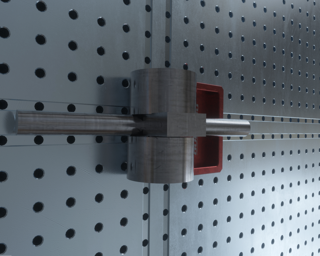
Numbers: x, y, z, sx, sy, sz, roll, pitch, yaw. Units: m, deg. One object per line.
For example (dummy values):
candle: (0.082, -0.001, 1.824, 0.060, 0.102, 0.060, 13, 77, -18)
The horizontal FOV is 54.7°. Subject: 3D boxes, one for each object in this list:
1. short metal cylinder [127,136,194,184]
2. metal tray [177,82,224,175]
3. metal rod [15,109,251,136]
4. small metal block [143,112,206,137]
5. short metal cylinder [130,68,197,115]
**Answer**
short metal cylinder: (0.001, 0.035, 0.373, 0.081, 0.080, 0.050, 2, 89, -40)
metal tray: (0.051, 0.001, 0.448, 0.091, 0.030, 0.129, 1, 89, -40)
metal rod: (-0.007, -0.003, 0.373, 0.303, 0.025, 0.025, 1, 89, -31)
small metal block: (0.015, -0.004, 0.344, 0.050, 0.050, 0.025, 1, 90, -32)
short metal cylinder: (0.004, -0.040, 0.374, 0.081, 0.080, 0.050, 1, 90, -40)
